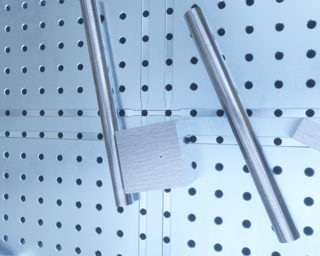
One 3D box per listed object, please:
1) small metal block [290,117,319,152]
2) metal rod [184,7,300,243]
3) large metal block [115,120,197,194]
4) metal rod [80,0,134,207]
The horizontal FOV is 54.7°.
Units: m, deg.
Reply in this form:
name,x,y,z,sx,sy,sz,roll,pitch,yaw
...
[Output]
name,x,y,z,sx,sy,sz,roll,pitch,yaw
small metal block,0.173,0.011,0.338,0.050,0.050,0.025,28,99,17
metal rod,0.096,-0.010,0.378,0.025,0.025,0.299,-24,82,18
large metal block,-0.004,0.036,0.400,0.080,0.050,0.080,-11,86,19
metal rod,-0.076,-0.040,0.438,0.025,0.025,0.298,-12,86,19
